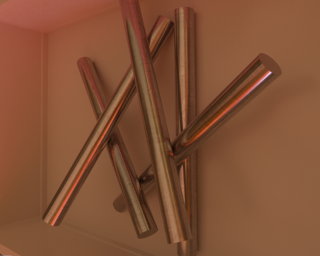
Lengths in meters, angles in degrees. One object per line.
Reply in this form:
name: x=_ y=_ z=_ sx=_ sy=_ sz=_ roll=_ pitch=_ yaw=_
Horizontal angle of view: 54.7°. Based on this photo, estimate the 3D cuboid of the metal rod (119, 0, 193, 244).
metal rod: x=-0.010 y=-0.027 z=0.352 sx=0.025 sy=0.025 sz=0.299 roll=-27 pitch=66 yaw=37

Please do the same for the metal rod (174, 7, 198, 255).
metal rod: x=0.032 y=0.004 z=0.380 sx=0.025 sy=0.025 sz=0.298 roll=-1 pitch=89 yaw=40

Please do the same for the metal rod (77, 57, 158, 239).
metal rod: x=-0.069 y=0.006 z=0.431 sx=0.025 sy=0.025 sz=0.299 roll=-47 pitch=52 yaw=30

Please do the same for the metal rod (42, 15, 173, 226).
metal rod: x=-0.066 y=-0.009 z=0.402 sx=0.025 sy=0.025 sz=0.299 roll=30 pitch=90 yaw=36

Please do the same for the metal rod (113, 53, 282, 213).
metal rod: x=0.017 y=0.030 z=0.356 sx=0.298 sy=0.025 sz=0.025 roll=-48 pitch=61 yaw=42
